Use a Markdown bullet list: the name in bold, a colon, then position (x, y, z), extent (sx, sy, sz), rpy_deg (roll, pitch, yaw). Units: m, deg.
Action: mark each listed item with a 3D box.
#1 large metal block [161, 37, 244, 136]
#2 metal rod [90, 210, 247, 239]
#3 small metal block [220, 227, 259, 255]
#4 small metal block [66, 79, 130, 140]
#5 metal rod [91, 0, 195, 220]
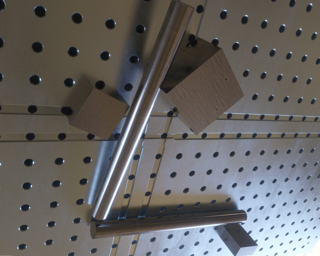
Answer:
- **large metal block**: position (0.047, -0.051, 0.389), extent (0.080, 0.050, 0.080), rpy_deg (-40, 130, -1)
- **metal rod**: position (0.032, 0.160, 0.527), extent (0.302, 0.025, 0.025), rpy_deg (5, 116, -31)
- **small metal block**: position (0.159, 0.229, 0.623), extent (0.050, 0.050, 0.025), rpy_deg (8, 114, -32)
- **small metal block**: position (-0.072, -0.020, 0.359), extent (0.050, 0.025, 0.050), rpy_deg (28, 103, -37)
- **metal rod**: position (-0.031, -0.001, 0.373), extent (0.025, 0.025, 0.298), rpy_deg (7, 121, -32)
